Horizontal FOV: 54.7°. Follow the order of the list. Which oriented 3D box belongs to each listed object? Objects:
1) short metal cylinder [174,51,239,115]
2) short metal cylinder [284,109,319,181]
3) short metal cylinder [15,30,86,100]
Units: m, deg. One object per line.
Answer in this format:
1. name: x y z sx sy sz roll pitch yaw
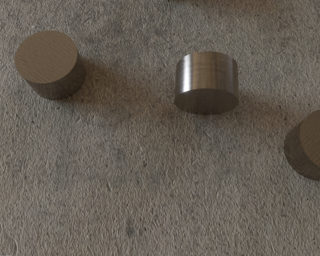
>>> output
1. short metal cylinder: 0.060 -0.055 0.399 0.080 0.080 0.050 3 70 1
2. short metal cylinder: 0.205 0.022 0.388 0.081 0.050 0.080 0 70 0
3. short metal cylinder: -0.147 -0.085 0.425 0.081 0.050 0.080 0 70 0
